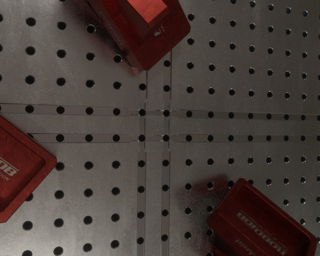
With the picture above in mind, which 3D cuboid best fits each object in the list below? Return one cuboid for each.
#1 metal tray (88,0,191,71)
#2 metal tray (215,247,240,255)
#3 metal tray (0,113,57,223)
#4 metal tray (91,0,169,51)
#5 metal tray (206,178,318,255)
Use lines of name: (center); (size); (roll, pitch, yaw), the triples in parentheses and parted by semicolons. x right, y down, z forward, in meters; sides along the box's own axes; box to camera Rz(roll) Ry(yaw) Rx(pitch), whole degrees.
metal tray: (-0.025, -0.147, 0.376); (0.090, 0.030, 0.130); (-46, 127, -14)
metal tray: (0.153, 0.203, 0.436); (0.131, 0.090, 0.030); (13, 86, -20)
metal tray: (-0.193, 0.030, 0.338); (0.130, 0.030, 0.090); (42, 76, -16)
metal tray: (-0.054, -0.156, 0.350); (0.030, 0.090, 0.130); (-45, 98, -12)
metal tray: (0.136, 0.136, 0.408); (0.130, 0.030, 0.091); (40, 38, 14)
